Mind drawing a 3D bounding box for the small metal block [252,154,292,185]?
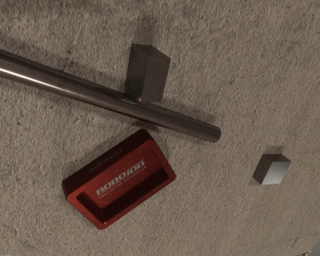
[{"bbox_3d":[0.205,0.076,0.569,0.050,0.025,0.050,2,117,-30],"label":"small metal block"}]

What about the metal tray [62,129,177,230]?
[{"bbox_3d":[-0.051,0.071,0.420,0.130,0.030,0.090,-34,129,-6],"label":"metal tray"}]

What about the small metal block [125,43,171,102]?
[{"bbox_3d":[-0.015,-0.062,0.345,0.025,0.050,0.050,-2,119,-28],"label":"small metal block"}]

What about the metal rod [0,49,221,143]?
[{"bbox_3d":[-0.036,-0.026,0.371,0.302,0.025,0.025,17,109,-35],"label":"metal rod"}]
